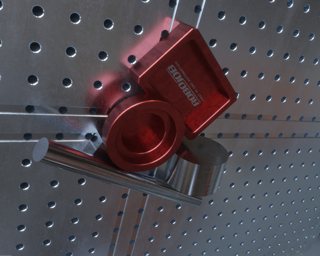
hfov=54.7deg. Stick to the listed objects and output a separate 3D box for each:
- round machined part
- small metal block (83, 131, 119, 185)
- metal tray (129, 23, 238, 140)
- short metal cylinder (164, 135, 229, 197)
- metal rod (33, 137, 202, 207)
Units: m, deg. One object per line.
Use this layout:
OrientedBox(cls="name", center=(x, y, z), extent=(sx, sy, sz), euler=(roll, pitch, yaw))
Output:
OrientedBox(cls="round machined part", center=(-0.023, 0.002, 0.380), extent=(0.099, 0.042, 0.097), euler=(-13, 123, -20))
OrientedBox(cls="small metal block", center=(-0.072, 0.039, 0.398), extent=(0.050, 0.025, 0.050), euler=(32, 100, -39))
OrientedBox(cls="metal tray", center=(0.035, -0.054, 0.394), extent=(0.090, 0.030, 0.130), euler=(-43, 129, 0))
OrientedBox(cls="short metal cylinder", center=(0.050, 0.050, 0.434), extent=(0.081, 0.080, 0.050), euler=(-4, 120, -27))
OrientedBox(cls="metal rod", center=(-0.029, 0.072, 0.415), extent=(0.025, 0.025, 0.301), euler=(-51, 138, 8))
